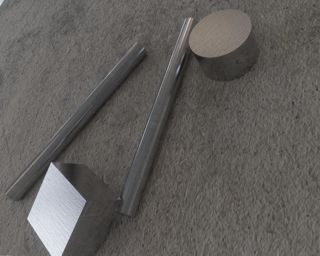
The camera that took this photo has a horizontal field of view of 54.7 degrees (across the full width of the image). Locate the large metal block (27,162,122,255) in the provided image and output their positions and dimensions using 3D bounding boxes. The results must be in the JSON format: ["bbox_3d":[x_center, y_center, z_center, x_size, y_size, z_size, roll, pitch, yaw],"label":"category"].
[{"bbox_3d":[-0.103,0.096,0.366,0.080,0.050,0.080,33,102,38],"label":"large metal block"}]

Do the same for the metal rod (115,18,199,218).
[{"bbox_3d":[0.003,-0.030,0.420,0.025,0.025,0.300,5,64,30],"label":"metal rod"}]

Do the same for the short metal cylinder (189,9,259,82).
[{"bbox_3d":[0.085,-0.109,0.410,0.080,0.050,0.080,-13,56,21],"label":"short metal cylinder"}]

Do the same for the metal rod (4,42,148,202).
[{"bbox_3d":[-0.124,-0.014,0.477,0.025,0.025,0.300,33,80,38],"label":"metal rod"}]
